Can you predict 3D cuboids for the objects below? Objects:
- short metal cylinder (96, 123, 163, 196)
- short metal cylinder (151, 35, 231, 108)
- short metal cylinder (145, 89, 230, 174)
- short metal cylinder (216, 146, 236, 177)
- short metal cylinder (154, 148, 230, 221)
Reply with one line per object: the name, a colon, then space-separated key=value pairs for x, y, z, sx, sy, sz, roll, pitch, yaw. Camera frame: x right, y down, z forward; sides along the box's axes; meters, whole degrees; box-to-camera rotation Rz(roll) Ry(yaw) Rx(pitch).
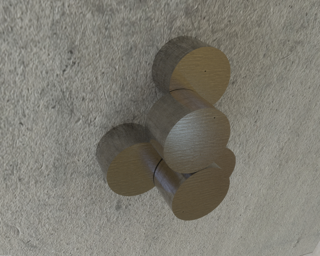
short metal cylinder: x=-0.036 y=0.040 z=0.397 sx=0.081 sy=0.050 sz=0.079 roll=-14 pitch=124 yaw=-21
short metal cylinder: x=0.036 y=-0.065 z=0.372 sx=0.081 sy=0.050 sz=0.079 roll=-14 pitch=124 yaw=-21
short metal cylinder: x=0.030 y=0.003 z=0.344 sx=0.081 sy=0.050 sz=0.079 roll=-14 pitch=124 yaw=-21
short metal cylinder: x=0.063 y=0.049 z=0.456 sx=0.081 sy=0.050 sz=0.079 roll=-14 pitch=124 yaw=-21
short metal cylinder: x=0.039 y=0.068 z=0.390 sx=0.081 sy=0.050 sz=0.079 roll=-14 pitch=124 yaw=-21
